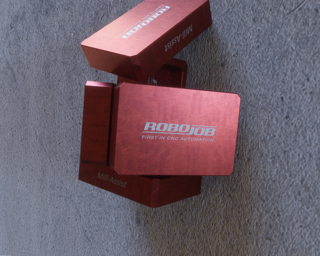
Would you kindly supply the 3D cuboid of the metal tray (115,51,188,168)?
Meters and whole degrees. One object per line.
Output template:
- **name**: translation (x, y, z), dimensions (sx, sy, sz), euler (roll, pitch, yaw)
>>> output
- **metal tray**: translation (-0.010, -0.021, 0.370), dimensions (0.030, 0.091, 0.129), euler (9, 96, 39)

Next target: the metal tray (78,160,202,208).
- **metal tray**: translation (-0.026, 0.058, 0.383), dimensions (0.130, 0.091, 0.030), euler (9, 96, 39)

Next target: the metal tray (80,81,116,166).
- **metal tray**: translation (-0.064, -0.009, 0.394), dimensions (0.030, 0.130, 0.089), euler (5, 94, 3)

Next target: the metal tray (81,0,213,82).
- **metal tray**: translation (-0.013, -0.109, 0.355), dimensions (0.090, 0.131, 0.030), euler (22, 145, 37)

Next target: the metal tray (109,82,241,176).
- **metal tray**: translation (0.016, 0.003, 0.326), dimensions (0.030, 0.131, 0.089), euler (-162, 76, -72)
